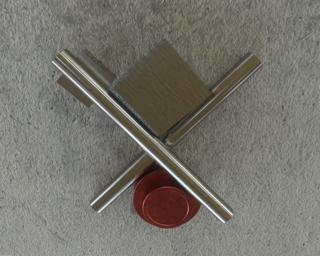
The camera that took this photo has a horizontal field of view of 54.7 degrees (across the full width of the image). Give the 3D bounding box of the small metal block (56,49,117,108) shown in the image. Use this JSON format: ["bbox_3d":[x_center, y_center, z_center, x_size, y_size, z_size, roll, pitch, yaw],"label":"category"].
[{"bbox_3d":[-0.091,-0.062,0.388,0.050,0.025,0.050,41,105,-14],"label":"small metal block"}]

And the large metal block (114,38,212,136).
[{"bbox_3d":[0.003,-0.051,0.380,0.080,0.050,0.080,-40,106,13],"label":"large metal block"}]

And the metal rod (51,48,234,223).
[{"bbox_3d":[-0.011,0.020,0.391,0.025,0.025,0.300,-42,105,13],"label":"metal rod"}]

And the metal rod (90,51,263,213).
[{"bbox_3d":[0.013,0.014,0.418,0.025,0.025,0.299,43,104,-15],"label":"metal rod"}]

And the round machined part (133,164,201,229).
[{"bbox_3d":[0.011,0.102,0.439,0.099,0.042,0.097,0,110,-1],"label":"round machined part"}]
